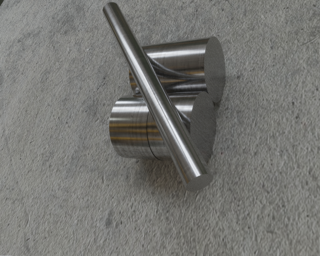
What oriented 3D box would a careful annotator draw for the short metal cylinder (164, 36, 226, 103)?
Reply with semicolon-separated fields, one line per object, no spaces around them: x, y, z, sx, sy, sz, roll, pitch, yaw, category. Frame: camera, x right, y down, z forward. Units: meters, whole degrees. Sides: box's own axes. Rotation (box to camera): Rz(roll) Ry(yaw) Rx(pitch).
0.046;-0.071;0.390;0.050;0.080;0.080;1;62;29;short metal cylinder

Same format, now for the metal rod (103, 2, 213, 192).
-0.018;-0.061;0.349;0.025;0.025;0.300;-32;52;8;metal rod

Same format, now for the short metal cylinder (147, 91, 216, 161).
0.028;-0.001;0.357;0.050;0.080;0.080;1;62;29;short metal cylinder

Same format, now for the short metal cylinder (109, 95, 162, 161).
-0.017;-0.001;0.380;0.050;0.080;0.080;1;62;29;short metal cylinder

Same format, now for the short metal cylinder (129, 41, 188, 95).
0.002;-0.072;0.414;0.050;0.080;0.080;1;62;29;short metal cylinder
